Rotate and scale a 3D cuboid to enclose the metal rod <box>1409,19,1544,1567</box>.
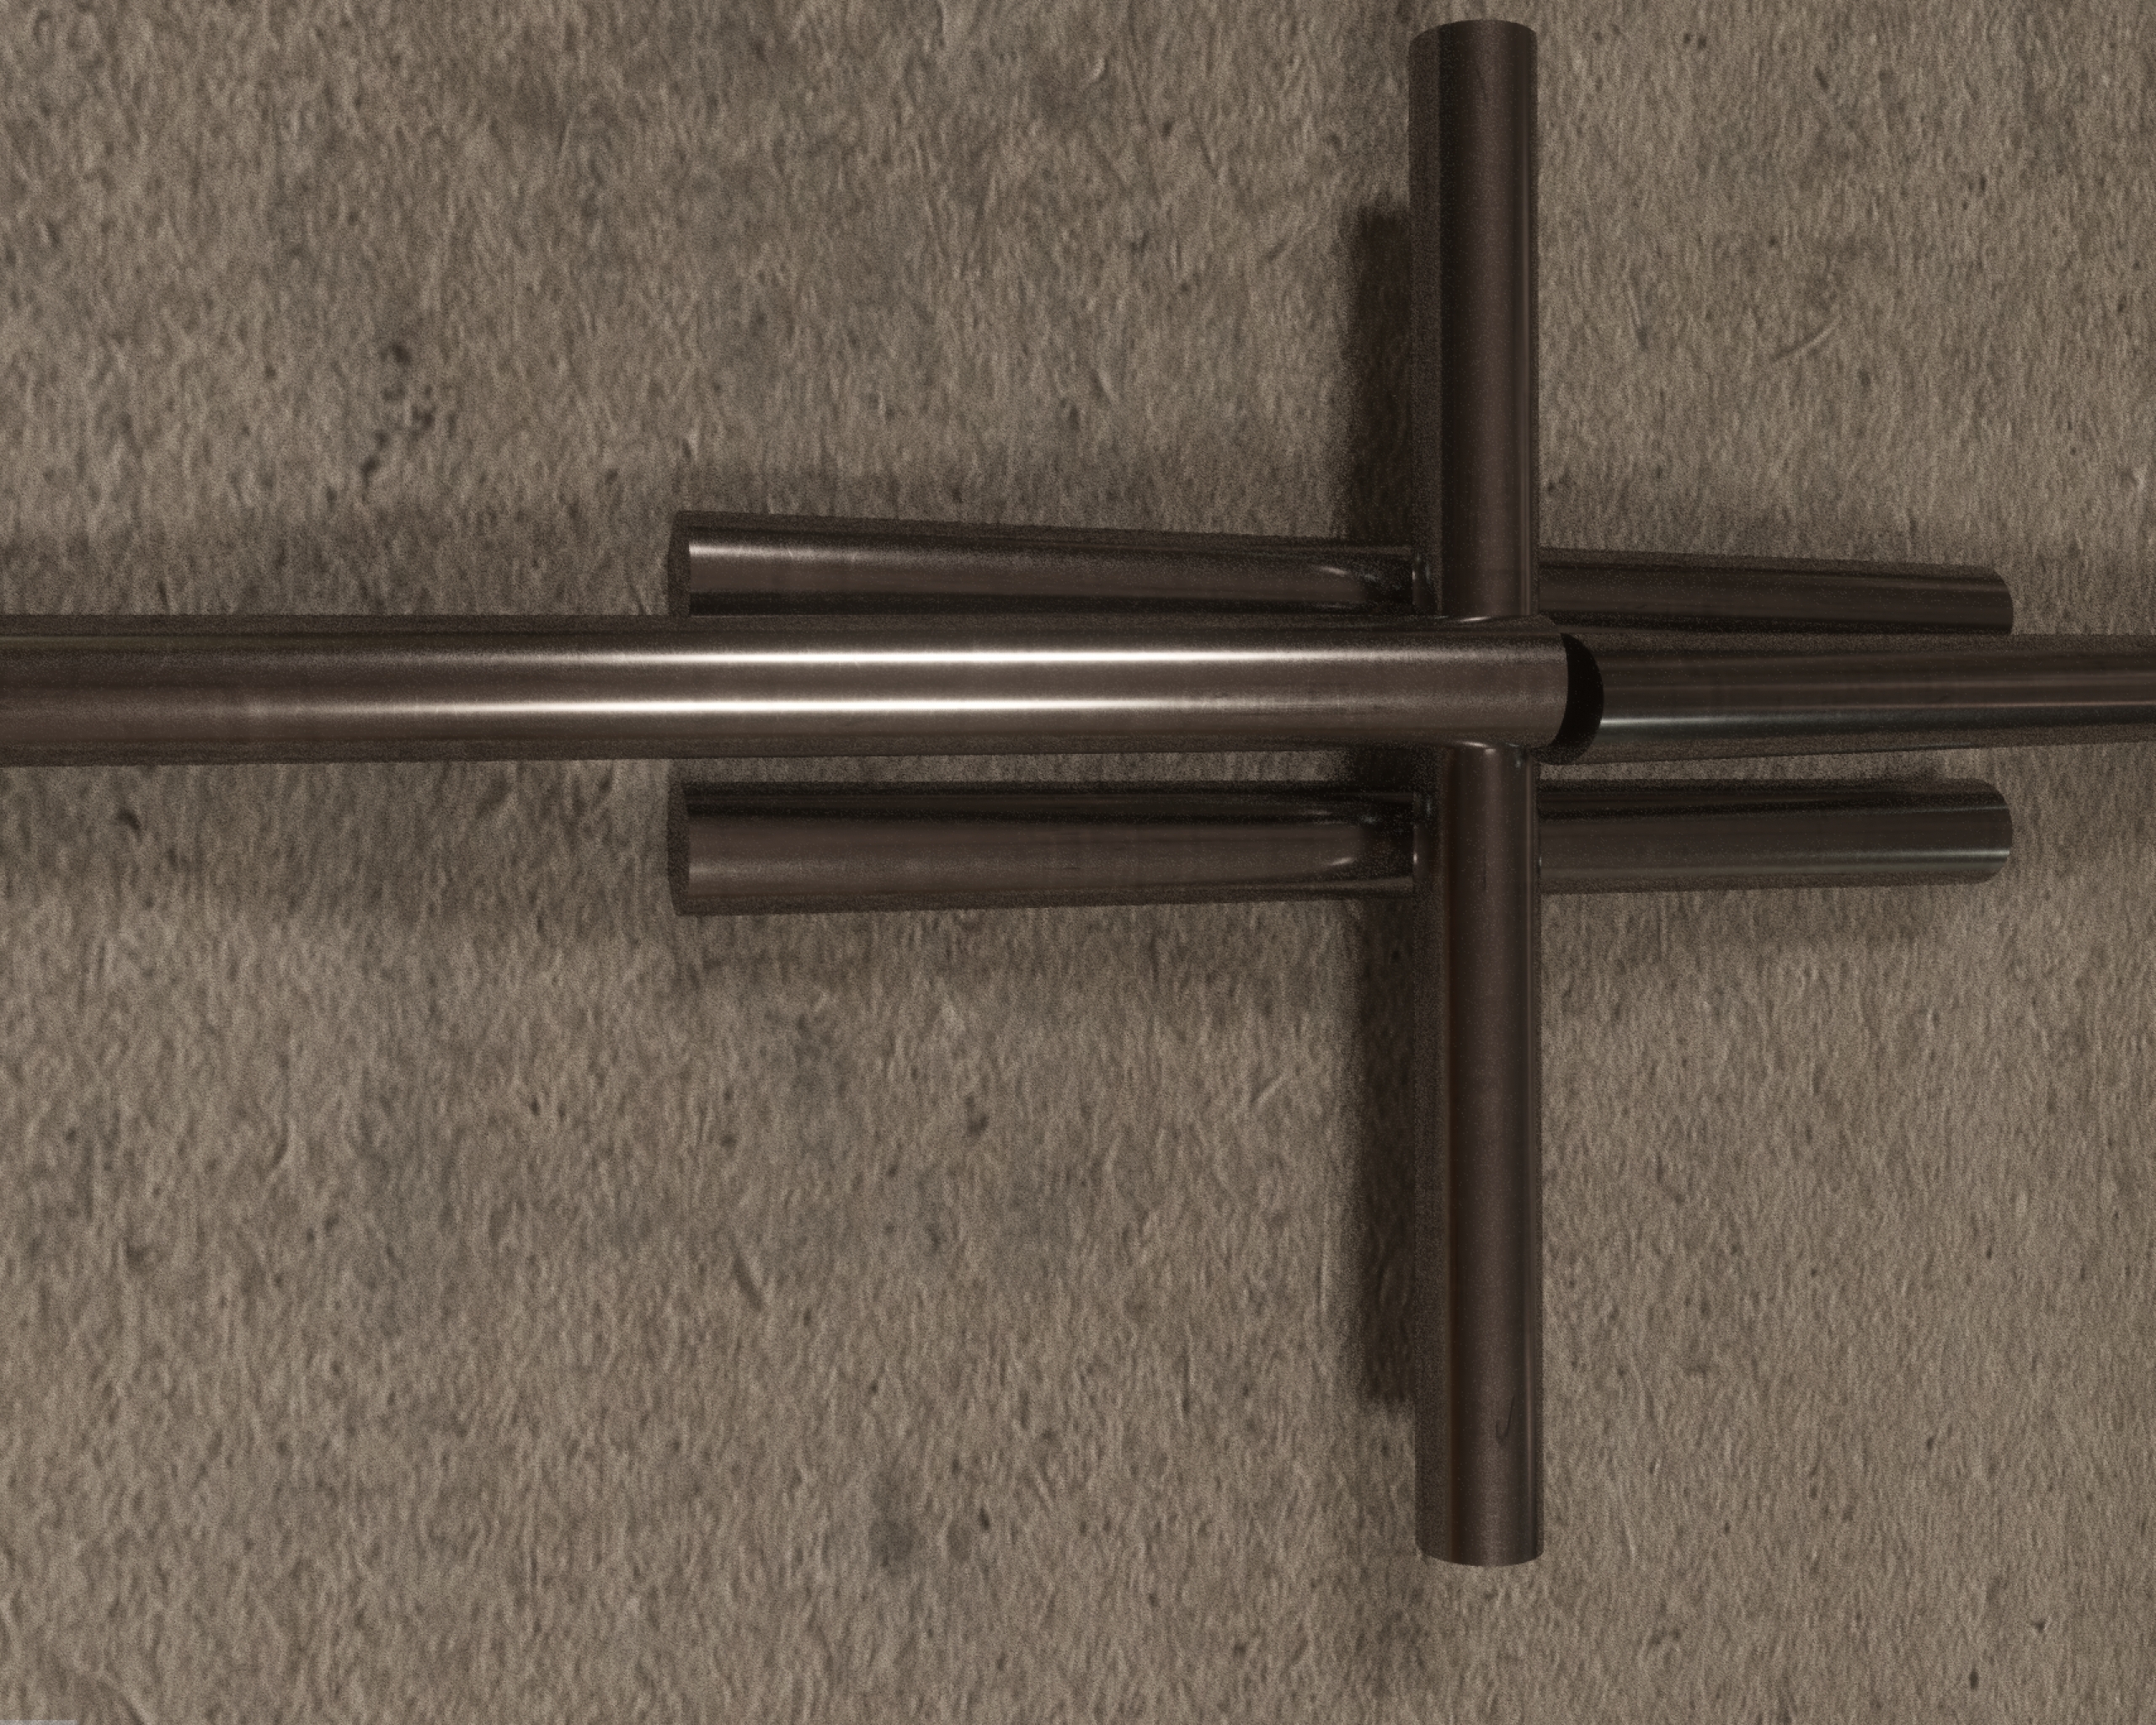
[{"bbox_3d":[0.079,-0.013,0.414,0.025,0.025,0.298,0,90,-20],"label":"metal rod"}]

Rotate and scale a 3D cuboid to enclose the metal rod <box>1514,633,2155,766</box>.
[{"bbox_3d":[0.220,-0.039,0.467,0.303,0.025,0.025,-4,92,-30],"label":"metal rod"}]

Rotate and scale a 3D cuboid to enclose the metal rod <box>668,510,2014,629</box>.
[{"bbox_3d":[0.068,-0.055,0.436,0.303,0.025,0.025,-1,91,-21],"label":"metal rod"}]

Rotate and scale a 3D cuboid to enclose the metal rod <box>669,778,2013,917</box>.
[{"bbox_3d":[0.068,-0.005,0.436,0.303,0.025,0.025,-1,91,-21],"label":"metal rod"}]

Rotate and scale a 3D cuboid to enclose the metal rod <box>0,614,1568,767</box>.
[{"bbox_3d":[-0.062,-0.030,0.361,0.302,0.025,0.025,-1,91,-11],"label":"metal rod"}]
